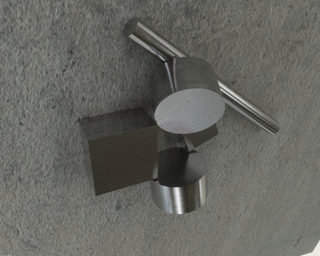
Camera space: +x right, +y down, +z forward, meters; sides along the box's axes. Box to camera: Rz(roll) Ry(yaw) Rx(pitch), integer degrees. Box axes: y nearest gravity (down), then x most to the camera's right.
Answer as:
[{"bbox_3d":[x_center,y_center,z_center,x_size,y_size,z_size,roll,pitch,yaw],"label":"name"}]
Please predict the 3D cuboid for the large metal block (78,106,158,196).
[{"bbox_3d":[-0.050,0.027,0.380,0.081,0.050,0.079,-13,124,-21],"label":"large metal block"}]

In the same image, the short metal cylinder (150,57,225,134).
[{"bbox_3d":[0.031,-0.037,0.365,0.081,0.050,0.080,-5,144,-4],"label":"short metal cylinder"}]

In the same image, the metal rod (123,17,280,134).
[{"bbox_3d":[0.077,-0.053,0.415,0.301,0.025,0.025,26,104,-37],"label":"metal rod"}]

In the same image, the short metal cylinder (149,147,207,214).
[{"bbox_3d":[0.025,0.071,0.429,0.081,0.080,0.050,-19,126,-17],"label":"short metal cylinder"}]

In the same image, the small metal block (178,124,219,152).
[{"bbox_3d":[0.049,-0.003,0.432,0.050,0.025,0.050,-30,129,-9],"label":"small metal block"}]
